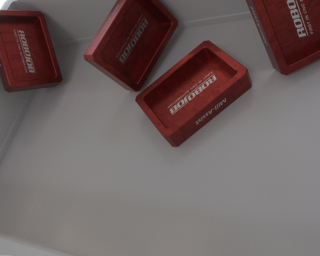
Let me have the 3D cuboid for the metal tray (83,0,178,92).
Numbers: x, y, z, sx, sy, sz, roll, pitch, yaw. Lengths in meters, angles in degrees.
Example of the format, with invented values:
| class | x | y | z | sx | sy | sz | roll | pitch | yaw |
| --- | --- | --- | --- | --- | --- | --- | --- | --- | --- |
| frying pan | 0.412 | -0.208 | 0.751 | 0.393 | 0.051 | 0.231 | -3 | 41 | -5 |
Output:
| class | x | y | z | sx | sy | sz | roll | pitch | yaw |
| --- | --- | --- | --- | --- | --- | --- | --- | --- | --- |
| metal tray | -0.039 | -0.130 | 0.452 | 0.030 | 0.090 | 0.130 | 19 | 77 | 52 |

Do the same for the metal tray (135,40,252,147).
| class | x | y | z | sx | sy | sz | roll | pitch | yaw |
| --- | --- | --- | --- | --- | --- | --- | --- | --- | --- |
| metal tray | 0.041 | -0.048 | 0.409 | 0.130 | 0.030 | 0.090 | -39 | 51 | 1 |

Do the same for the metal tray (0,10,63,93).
| class | x | y | z | sx | sy | sz | roll | pitch | yaw |
| --- | --- | --- | --- | --- | --- | --- | --- | --- | --- |
| metal tray | -0.229 | -0.131 | 0.525 | 0.030 | 0.091 | 0.129 | -16 | 91 | 48 |

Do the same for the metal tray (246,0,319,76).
| class | x | y | z | sx | sy | sz | roll | pitch | yaw |
| --- | --- | --- | --- | --- | --- | --- | --- | --- | --- |
| metal tray | 0.152 | -0.136 | 0.342 | 0.090 | 0.130 | 0.030 | -27 | 24 | 11 |
